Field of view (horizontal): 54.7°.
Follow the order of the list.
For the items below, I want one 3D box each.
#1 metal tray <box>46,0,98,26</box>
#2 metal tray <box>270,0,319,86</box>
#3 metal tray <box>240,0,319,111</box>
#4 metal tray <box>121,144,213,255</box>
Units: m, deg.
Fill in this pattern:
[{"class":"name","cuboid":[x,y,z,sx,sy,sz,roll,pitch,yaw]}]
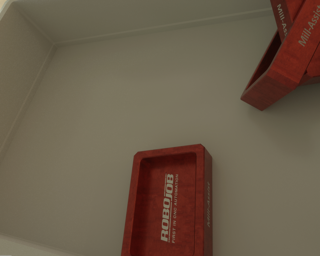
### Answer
[{"class":"metal tray","cuboid":[-0.177,-0.288,0.675,0.090,0.030,0.130,32,79,38]},{"class":"metal tray","cuboid":[0.174,-0.116,0.328,0.091,0.030,0.129,-10,80,-5]},{"class":"metal tray","cuboid":[0.142,-0.089,0.339,0.030,0.090,0.130,30,78,3]},{"class":"metal tray","cuboid":[0.010,0.086,0.344,0.090,0.030,0.130,-9,58,23]}]
